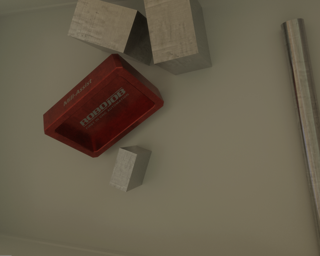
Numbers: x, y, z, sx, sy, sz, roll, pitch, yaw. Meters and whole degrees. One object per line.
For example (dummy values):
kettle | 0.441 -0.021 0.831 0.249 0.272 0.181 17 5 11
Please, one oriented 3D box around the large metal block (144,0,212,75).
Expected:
large metal block | 0.024 -0.114 0.372 0.050 0.080 0.080 -10 87 19

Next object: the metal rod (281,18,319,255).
metal rod | 0.174 0.026 0.349 0.025 0.025 0.298 -9 87 19

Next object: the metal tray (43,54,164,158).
metal tray | -0.072 -0.023 0.399 0.130 0.090 0.030 -37 46 16

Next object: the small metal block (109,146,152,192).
small metal block | -0.038 0.052 0.410 0.025 0.050 0.050 19 96 19

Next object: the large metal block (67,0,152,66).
large metal block | -0.056 -0.123 0.400 0.080 0.080 0.050 21 97 18
